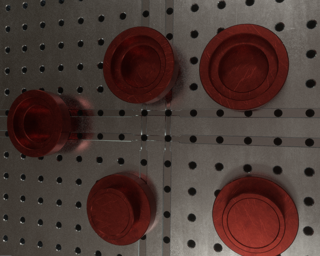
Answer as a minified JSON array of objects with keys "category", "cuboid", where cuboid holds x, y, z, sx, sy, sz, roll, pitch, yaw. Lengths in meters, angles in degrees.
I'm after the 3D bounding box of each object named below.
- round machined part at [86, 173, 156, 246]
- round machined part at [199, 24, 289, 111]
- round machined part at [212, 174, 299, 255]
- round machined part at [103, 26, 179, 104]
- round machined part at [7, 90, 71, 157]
[{"category":"round machined part","cuboid":[-0.059,0.112,0.423,0.098,0.042,0.097,0,90,19]},{"category":"round machined part","cuboid":[0.100,-0.069,0.368,0.098,0.042,0.097,0,90,19]},{"category":"round machined part","cuboid":[0.110,0.106,0.364,0.098,0.042,0.097,0,90,19]},{"category":"round machined part","cuboid":[-0.022,-0.080,0.410,0.098,0.042,0.097,0,90,19]},{"category":"round machined part","cuboid":[-0.174,-0.007,0.463,0.098,0.042,0.097,0,90,19]}]
